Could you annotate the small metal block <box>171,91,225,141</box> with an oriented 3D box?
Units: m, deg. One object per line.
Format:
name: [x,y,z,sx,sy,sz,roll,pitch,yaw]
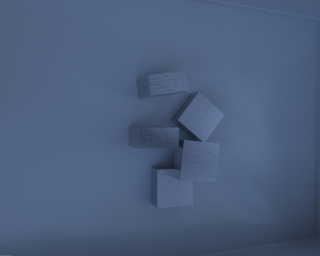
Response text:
small metal block: [0.052,-0.014,0.430,0.050,0.025,0.050,40,77,-16]

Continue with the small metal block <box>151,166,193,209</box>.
small metal block: [0.016,0.078,0.416,0.050,0.025,0.050,0,90,-20]

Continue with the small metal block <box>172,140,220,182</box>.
small metal block: [0.047,0.042,0.401,0.050,0.025,0.050,7,88,-20]

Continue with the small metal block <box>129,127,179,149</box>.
small metal block: [-0.009,0.012,0.394,0.050,0.050,0.025,0,90,-20]

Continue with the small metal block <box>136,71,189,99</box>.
small metal block: [0.002,-0.055,0.398,0.050,0.050,0.025,-10,94,-20]
